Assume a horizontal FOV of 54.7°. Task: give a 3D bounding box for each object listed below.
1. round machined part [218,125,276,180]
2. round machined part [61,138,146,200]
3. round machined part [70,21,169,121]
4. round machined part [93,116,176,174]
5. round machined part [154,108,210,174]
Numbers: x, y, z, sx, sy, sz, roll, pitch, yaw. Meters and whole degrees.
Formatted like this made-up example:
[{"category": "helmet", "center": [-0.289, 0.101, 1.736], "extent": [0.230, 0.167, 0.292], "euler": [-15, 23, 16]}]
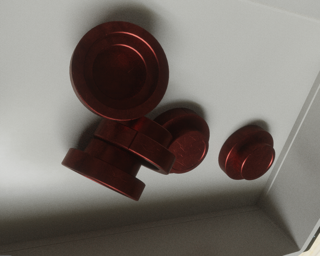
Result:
[{"category": "round machined part", "center": [0.150, 0.047, 0.511], "extent": [0.099, 0.042, 0.097], "euler": [-14, 125, -21]}, {"category": "round machined part", "center": [-0.061, 0.046, 0.365], "extent": [0.098, 0.098, 0.042], "euler": [39, 70, -39]}, {"category": "round machined part", "center": [-0.044, -0.057, 0.323], "extent": [0.099, 0.042, 0.097], "euler": [-1, 93, -22]}, {"category": "round machined part", "center": [-0.025, 0.014, 0.363], "extent": [0.098, 0.098, 0.042], "euler": [38, 73, -39]}, {"category": "round machined part", "center": [0.028, 0.024, 0.430], "extent": [0.099, 0.042, 0.097], "euler": [-14, 125, -21]}]
